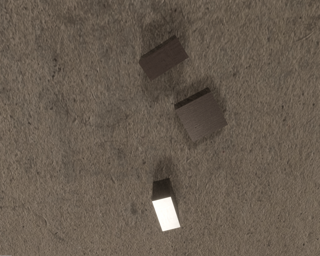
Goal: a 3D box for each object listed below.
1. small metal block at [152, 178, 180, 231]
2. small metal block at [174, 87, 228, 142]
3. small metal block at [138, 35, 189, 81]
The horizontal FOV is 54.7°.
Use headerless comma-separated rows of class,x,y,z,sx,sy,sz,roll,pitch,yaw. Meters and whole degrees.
small metal block,0.009,0.107,0.436,0.025,0.050,0.050,-15,110,5
small metal block,0.053,-0.018,0.404,0.050,0.025,0.050,-27,108,9
small metal block,0.004,-0.084,0.366,0.050,0.050,0.025,-31,108,10
